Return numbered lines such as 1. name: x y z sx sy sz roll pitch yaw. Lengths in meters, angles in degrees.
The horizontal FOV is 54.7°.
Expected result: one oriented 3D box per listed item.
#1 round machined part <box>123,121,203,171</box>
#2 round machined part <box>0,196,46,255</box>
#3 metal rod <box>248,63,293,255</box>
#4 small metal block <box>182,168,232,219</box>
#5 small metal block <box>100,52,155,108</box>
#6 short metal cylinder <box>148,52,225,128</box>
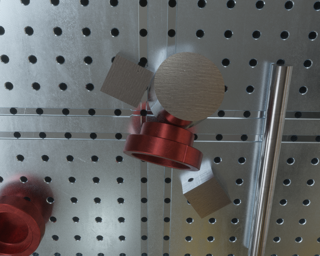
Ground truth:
1. round machined part: 0.006 0.022 0.391 0.099 0.098 0.042 15 77 -6
2. round machined part: -0.217 0.141 0.454 0.099 0.042 0.097 0 110 0
3. metal rod: 0.152 0.061 0.437 0.025 0.025 0.298 0 110 0
4. small metal block: 0.067 0.095 0.449 0.050 0.025 0.050 -32 107 11
5. small metal block: -0.040 -0.061 0.391 0.050 0.025 0.050 25 108 -9
6. short metal cylinder: 0.029 -0.042 0.366 0.081 0.050 0.080 2 79 -10
